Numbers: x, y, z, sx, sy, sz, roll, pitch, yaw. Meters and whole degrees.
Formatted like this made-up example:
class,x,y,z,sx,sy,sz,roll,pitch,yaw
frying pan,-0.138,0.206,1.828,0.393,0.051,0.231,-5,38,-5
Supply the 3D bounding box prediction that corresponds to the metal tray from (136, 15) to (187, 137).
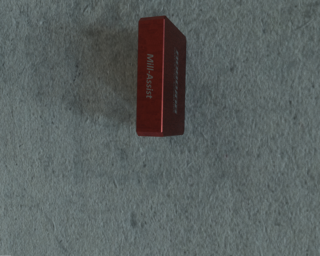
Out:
class,x,y,z,sx,sy,sz,roll,pitch,yaw
metal tray,0.004,-0.056,0.372,0.030,0.090,0.129,1,91,20
